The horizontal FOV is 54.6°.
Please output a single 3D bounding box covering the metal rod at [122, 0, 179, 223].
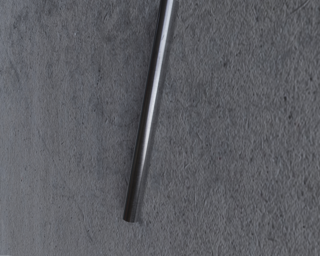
[{"bbox_3d":[-0.014,-0.017,0.417,0.025,0.025,0.298,17,101,39],"label":"metal rod"}]
